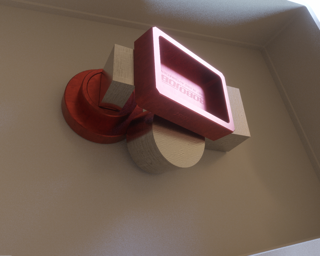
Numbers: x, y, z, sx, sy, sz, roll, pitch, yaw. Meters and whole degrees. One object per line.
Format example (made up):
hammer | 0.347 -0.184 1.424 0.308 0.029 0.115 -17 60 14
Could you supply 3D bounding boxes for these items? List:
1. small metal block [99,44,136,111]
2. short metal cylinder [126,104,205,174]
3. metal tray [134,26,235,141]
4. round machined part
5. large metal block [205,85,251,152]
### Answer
small metal block | -0.047 -0.055 0.343 0.025 0.050 0.050 12 57 -22
short metal cylinder | 0.008 0.012 0.371 0.081 0.050 0.080 15 66 -36
metal tray | 0.030 -0.047 0.356 0.131 0.030 0.090 23 51 -39
round machined part | -0.066 -0.033 0.378 0.099 0.042 0.098 14 56 -21
large metal block | 0.072 -0.017 0.437 0.081 0.050 0.080 9 58 -24
